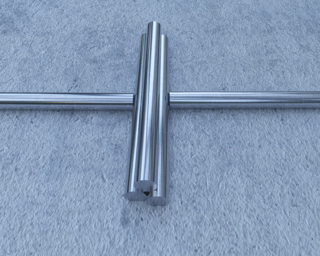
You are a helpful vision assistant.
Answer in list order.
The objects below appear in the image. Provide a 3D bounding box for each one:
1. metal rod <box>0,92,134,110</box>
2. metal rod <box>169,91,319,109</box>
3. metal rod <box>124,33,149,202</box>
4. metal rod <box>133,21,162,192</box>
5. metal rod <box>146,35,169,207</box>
[{"bbox_3d":[-0.188,-0.038,0.434,0.302,0.025,0.025,0,50,0],"label":"metal rod"},{"bbox_3d":[0.164,-0.040,0.440,0.302,0.025,0.025,0,50,-1],"label":"metal rod"},{"bbox_3d":[-0.024,-0.039,0.438,0.025,0.025,0.300,1,50,0],"label":"metal rod"},{"bbox_3d":[-0.013,-0.053,0.423,0.025,0.025,0.300,1,50,0],"label":"metal rod"},{"bbox_3d":[0.000,-0.034,0.434,0.025,0.025,0.300,1,50,0],"label":"metal rod"}]
